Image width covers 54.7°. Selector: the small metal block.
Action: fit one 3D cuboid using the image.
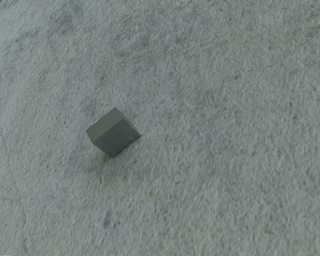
[{"bbox_3d":[-0.061,0.007,0.414,0.050,0.050,0.025,-39,51,2],"label":"small metal block"}]
